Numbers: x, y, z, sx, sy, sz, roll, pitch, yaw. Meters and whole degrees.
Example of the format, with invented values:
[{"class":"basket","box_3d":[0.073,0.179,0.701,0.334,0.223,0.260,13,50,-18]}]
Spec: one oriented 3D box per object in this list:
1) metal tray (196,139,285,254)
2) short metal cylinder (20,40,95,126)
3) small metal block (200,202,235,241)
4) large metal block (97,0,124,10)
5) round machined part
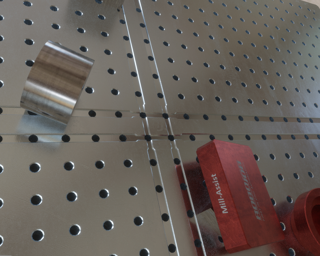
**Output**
[{"class":"metal tray","box_3d":[0.101,0.083,0.391,0.091,0.030,0.130,12,54,-43]},{"class":"short metal cylinder","box_3d":[-0.112,-0.049,0.342,0.050,0.080,0.080,23,53,-15]},{"class":"small metal block","box_3d":[0.087,0.108,0.389,0.050,0.025,0.050,-35,81,-38]},{"class":"large metal block","box_3d":[-0.082,-0.244,0.477,0.081,0.080,0.050,18,55,-18]},{"class":"round machined part","box_3d":[0.225,0.137,0.434,0.099,0.042,0.098,14,56,-21]}]
